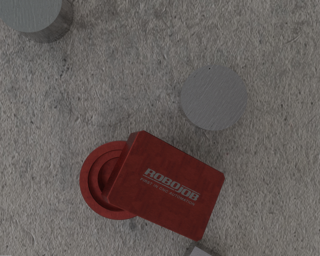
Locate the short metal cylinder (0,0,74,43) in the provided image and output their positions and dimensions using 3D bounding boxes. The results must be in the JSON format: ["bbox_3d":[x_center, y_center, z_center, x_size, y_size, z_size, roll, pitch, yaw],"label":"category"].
[{"bbox_3d":[-0.158,-0.155,0.396,0.081,0.050,0.080,0,90,0],"label":"short metal cylinder"}]

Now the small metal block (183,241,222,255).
[{"bbox_3d":[0.054,0.186,0.411,0.050,0.025,0.050,30,90,0],"label":"small metal block"}]

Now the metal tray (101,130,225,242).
[{"bbox_3d":[0.007,0.071,0.377,0.131,0.030,0.090,29,75,-19],"label":"metal tray"}]

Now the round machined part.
[{"bbox_3d":[-0.050,0.065,0.401,0.099,0.042,0.097,0,90,0],"label":"round machined part"}]

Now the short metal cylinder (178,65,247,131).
[{"bbox_3d":[0.065,-0.037,0.398,0.081,0.050,0.080,0,90,0],"label":"short metal cylinder"}]
